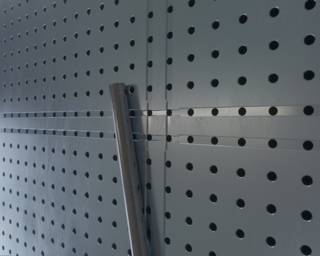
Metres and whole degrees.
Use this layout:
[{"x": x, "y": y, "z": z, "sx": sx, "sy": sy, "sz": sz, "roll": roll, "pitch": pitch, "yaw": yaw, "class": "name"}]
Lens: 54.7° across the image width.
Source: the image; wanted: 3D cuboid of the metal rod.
[{"x": -0.041, "y": 0.083, "z": 0.443, "sx": 0.025, "sy": 0.025, "sz": 0.298, "roll": -15, "pitch": 81, "yaw": 39, "class": "metal rod"}]
